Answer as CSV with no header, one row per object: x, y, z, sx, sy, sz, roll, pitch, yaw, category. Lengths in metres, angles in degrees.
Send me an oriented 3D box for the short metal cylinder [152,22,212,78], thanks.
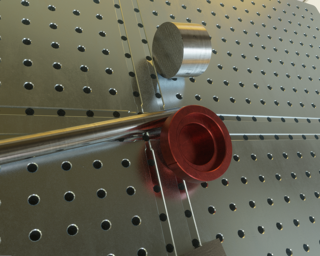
0.031,-0.115,0.462,0.050,0.080,0.080,-9,67,-33,short metal cylinder

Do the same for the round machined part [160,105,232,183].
0.042,0.023,0.400,0.099,0.042,0.098,11,68,-28,round machined part

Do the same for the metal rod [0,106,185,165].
-0.077,0.006,0.363,0.303,0.025,0.025,-12,68,-34,metal rod

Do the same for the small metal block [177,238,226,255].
0.050,0.157,0.341,0.050,0.025,0.050,-10,67,-33,small metal block
